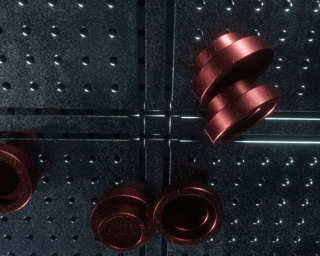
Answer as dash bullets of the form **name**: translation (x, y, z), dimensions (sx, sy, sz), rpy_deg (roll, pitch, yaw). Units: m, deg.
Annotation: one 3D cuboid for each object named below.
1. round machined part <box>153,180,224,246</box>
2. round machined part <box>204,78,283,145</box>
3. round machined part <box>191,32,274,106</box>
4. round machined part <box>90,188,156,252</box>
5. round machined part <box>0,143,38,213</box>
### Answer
- **round machined part**: translation (0.040, 0.118, 0.448), dimensions (0.099, 0.042, 0.097), rpy_deg (-1, 110, -1)
- **round machined part**: translation (0.095, -0.023, 0.378), dimensions (0.098, 0.098, 0.042), rpy_deg (-36, 71, 12)
- **round machined part**: translation (0.078, -0.071, 0.360), dimensions (0.098, 0.098, 0.042), rpy_deg (-36, 71, 12)
- **round machined part**: translation (-0.053, 0.141, 0.456), dimensions (0.099, 0.042, 0.097), rpy_deg (0, 110, -1)
- **round machined part**: translation (-0.217, 0.064, 0.425), dimensions (0.099, 0.042, 0.097), rpy_deg (0, 110, -1)
